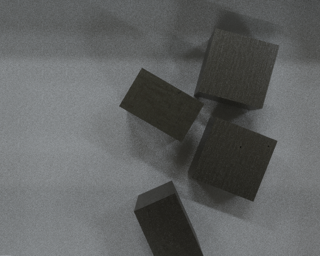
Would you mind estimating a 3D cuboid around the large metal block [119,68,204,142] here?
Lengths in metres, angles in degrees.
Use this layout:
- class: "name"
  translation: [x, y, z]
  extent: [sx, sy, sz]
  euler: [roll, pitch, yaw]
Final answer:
- class: "large metal block"
  translation: [0.002, -0.026, 0.384]
  extent: [0.080, 0.080, 0.050]
  euler: [30, 90, -1]

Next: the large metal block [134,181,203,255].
- class: "large metal block"
  translation: [0.010, 0.119, 0.384]
  extent: [0.050, 0.080, 0.080]
  euler: [-24, 90, 0]

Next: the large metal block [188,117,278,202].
- class: "large metal block"
  translation: [0.091, 0.038, 0.400]
  extent: [0.080, 0.050, 0.080]
  euler: [22, 90, -1]

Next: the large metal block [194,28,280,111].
- class: "large metal block"
  translation: [0.096, -0.072, 0.400]
  extent: [0.080, 0.050, 0.080]
  euler: [15, 90, -1]
